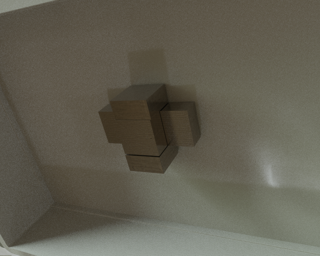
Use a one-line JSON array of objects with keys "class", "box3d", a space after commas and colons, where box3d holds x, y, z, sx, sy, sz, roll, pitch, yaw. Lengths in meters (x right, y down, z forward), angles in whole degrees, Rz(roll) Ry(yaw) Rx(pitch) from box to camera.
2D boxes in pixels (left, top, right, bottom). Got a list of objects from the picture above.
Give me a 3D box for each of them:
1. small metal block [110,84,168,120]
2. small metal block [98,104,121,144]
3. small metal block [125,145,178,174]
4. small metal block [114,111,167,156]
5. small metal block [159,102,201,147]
[{"class": "small metal block", "box3d": [-0.025, -0.033, 0.382, 0.050, 0.050, 0.025, 1, 119, 27]}, {"class": "small metal block", "box3d": [-0.051, -0.006, 0.429, 0.050, 0.025, 0.050, 1, 119, 28]}, {"class": "small metal block", "box3d": [-0.010, 0.035, 0.415, 0.050, 0.050, 0.025, 1, 119, 27]}, {"class": "small metal block", "box3d": [-0.023, 0.006, 0.389, 0.050, 0.025, 0.050, 1, 119, 27]}, {"class": "small metal block", "box3d": [0.020, -0.005, 0.393, 0.050, 0.025, 0.050, 1, 119, 27]}]
